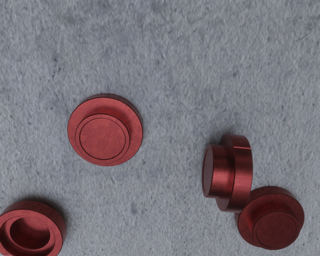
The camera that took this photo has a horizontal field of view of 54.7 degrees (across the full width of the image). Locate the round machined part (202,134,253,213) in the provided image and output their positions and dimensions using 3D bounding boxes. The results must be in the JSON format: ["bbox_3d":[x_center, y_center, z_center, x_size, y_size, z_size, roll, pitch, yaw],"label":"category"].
[{"bbox_3d":[0.080,0.056,0.393,0.042,0.098,0.097,6,110,-3],"label":"round machined part"}]

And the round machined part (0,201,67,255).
[{"bbox_3d":[-0.186,0.147,0.452,0.099,0.042,0.097,0,110,-1],"label":"round machined part"}]

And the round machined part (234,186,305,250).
[{"bbox_3d":[0.163,0.138,0.454,0.099,0.042,0.097,0,110,-1],"label":"round machined part"}]

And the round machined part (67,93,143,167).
[{"bbox_3d":[-0.071,0.007,0.402,0.099,0.042,0.097,0,110,-1],"label":"round machined part"}]
